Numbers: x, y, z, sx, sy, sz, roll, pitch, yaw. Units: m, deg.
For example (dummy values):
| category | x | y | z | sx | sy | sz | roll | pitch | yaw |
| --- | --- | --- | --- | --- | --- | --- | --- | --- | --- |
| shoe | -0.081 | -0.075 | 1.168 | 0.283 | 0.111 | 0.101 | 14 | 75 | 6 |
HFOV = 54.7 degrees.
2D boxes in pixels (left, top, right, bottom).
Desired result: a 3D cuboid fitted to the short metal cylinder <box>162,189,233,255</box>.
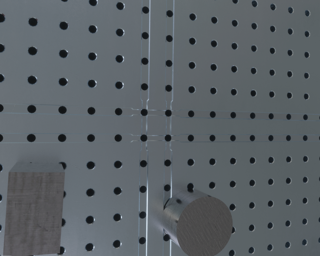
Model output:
| category | x | y | z | sx | sy | sz | roll | pitch | yaw |
| --- | --- | --- | --- | --- | --- | --- | --- | --- | --- |
| short metal cylinder | 0.050 | 0.127 | 0.418 | 0.081 | 0.050 | 0.079 | 0 | 90 | -20 |

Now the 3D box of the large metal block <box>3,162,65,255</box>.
| category | x | y | z | sx | sy | sz | roll | pitch | yaw |
| --- | --- | --- | --- | --- | --- | --- | --- | --- | --- |
| large metal block | -0.134 | 0.082 | 0.334 | 0.050 | 0.080 | 0.080 | 4 | 89 | -20 |
